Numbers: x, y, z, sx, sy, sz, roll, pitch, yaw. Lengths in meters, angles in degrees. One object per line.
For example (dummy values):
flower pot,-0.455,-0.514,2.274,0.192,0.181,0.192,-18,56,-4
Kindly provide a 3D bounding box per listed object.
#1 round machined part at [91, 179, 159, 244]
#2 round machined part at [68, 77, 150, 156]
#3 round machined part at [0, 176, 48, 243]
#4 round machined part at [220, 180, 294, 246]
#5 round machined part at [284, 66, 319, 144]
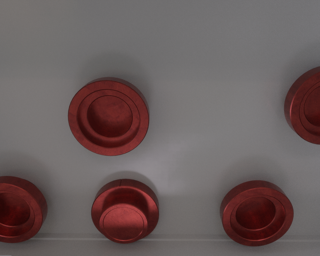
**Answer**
round machined part,-0.051,0.126,0.448,0.099,0.042,0.097,0,110,0
round machined part,-0.062,-0.017,0.395,0.099,0.042,0.097,0,110,0
round machined part,-0.210,0.111,0.441,0.099,0.042,0.097,0,110,0
round machined part,0.135,0.118,0.447,0.099,0.042,0.097,0,110,0
round machined part,0.206,-0.031,0.392,0.099,0.042,0.097,0,110,0
